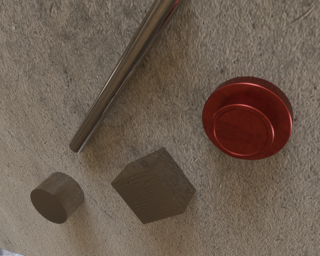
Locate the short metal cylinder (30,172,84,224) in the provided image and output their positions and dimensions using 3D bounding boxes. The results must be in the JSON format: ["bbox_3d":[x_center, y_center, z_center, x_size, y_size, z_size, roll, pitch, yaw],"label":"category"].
[{"bbox_3d":[-0.188,0.128,0.569,0.080,0.050,0.079,13,124,21],"label":"short metal cylinder"}]

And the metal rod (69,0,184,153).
[{"bbox_3d":[-0.056,-0.058,0.400,0.025,0.025,0.298,41,129,0],"label":"metal rod"}]

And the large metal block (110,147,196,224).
[{"bbox_3d":[-0.009,0.085,0.448,0.080,0.050,0.080,-28,103,37],"label":"large metal block"}]

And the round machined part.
[{"bbox_3d":[0.093,-0.004,0.344,0.098,0.042,0.097,13,124,21],"label":"round machined part"}]
